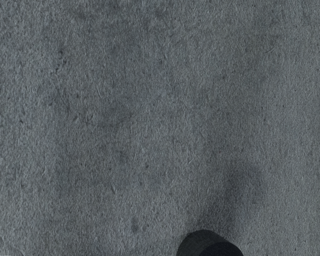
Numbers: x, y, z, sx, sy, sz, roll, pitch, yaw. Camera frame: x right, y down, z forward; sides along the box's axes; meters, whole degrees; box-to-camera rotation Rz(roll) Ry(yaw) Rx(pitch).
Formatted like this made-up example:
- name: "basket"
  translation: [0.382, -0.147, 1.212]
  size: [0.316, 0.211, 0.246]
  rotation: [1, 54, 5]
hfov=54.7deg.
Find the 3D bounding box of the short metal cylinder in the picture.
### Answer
- name: "short metal cylinder"
  translation: [0.068, 0.186, 0.421]
  size: [0.081, 0.050, 0.080]
  rotation: [0, 90, -20]
